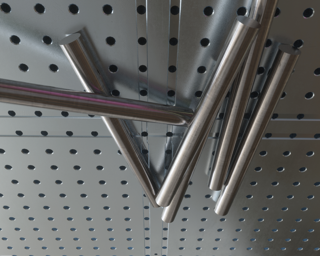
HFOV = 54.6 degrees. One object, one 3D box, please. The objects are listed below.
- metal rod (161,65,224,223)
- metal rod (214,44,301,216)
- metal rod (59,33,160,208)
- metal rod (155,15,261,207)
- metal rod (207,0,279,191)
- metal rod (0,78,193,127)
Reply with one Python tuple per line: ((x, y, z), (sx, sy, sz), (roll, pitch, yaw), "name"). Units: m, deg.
((0.044, 0.044, 0.449), (0.025, 0.025, 0.298), (9, 130, -8), "metal rod")
((0.123, 0.027, 0.435), (0.025, 0.025, 0.298), (5, 130, -5), "metal rod")
((-0.050, 0.013, 0.422), (0.025, 0.025, 0.299), (-14, 129, 11), "metal rod")
((0.044, 0.007, 0.387), (0.025, 0.025, 0.298), (12, 131, -10), "metal rod")
((0.096, -0.024, 0.391), (0.025, 0.025, 0.298), (3, 130, -2), "metal rod")
((-0.099, -0.030, 0.341), (0.302, 0.025, 0.025), (7, 131, -24), "metal rod")
